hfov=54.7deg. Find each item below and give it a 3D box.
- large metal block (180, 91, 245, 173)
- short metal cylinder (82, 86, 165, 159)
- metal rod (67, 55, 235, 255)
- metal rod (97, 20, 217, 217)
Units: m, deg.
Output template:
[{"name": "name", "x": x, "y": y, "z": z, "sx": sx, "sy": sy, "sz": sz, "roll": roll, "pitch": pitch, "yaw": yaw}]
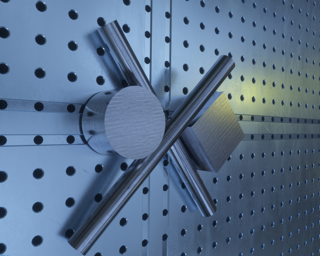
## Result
[{"name": "large metal block", "x": 0.067, "y": 0.005, "z": 0.443, "sx": 0.080, "sy": 0.050, "sz": 0.080, "roll": -46, "pitch": 118, "yaw": -30}, {"name": "short metal cylinder", "x": -0.041, "y": -0.006, "z": 0.354, "sx": 0.081, "sy": 0.050, "sz": 0.079, "roll": 0, "pitch": 90, "yaw": -40}, {"name": "metal rod", "x": 0.002, "y": 0.019, "z": 0.379, "sx": 0.301, "sy": 0.025, "sz": 0.025, "roll": -50, "pitch": 120, "yaw": -18}, {"name": "metal rod", "x": 0.007, "y": 0.003, "z": 0.409, "sx": 0.025, "sy": 0.025, "sz": 0.299, "roll": -43, "pitch": 116, "yaw": -31}]
